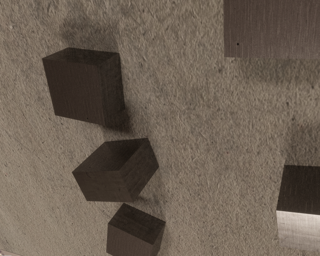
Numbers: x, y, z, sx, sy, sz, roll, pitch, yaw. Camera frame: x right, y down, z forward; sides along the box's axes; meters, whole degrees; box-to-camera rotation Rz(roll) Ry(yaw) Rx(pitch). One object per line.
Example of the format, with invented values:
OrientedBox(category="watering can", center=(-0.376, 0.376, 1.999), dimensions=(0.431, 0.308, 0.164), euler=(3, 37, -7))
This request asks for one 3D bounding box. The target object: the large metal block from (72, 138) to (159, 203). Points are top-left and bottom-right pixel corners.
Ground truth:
OrientedBox(category="large metal block", center=(-0.060, 0.058, 0.437), dimensions=(0.080, 0.080, 0.050), euler=(-6, 115, 31))

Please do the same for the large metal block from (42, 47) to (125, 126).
OrientedBox(category="large metal block", center=(-0.097, -0.056, 0.405), dimensions=(0.080, 0.050, 0.079), euler=(11, 123, 21))

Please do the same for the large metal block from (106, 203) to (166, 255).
OrientedBox(category="large metal block", center=(-0.042, 0.186, 0.526), dimensions=(0.080, 0.050, 0.079), euler=(20, 126, 15))

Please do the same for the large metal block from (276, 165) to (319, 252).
OrientedBox(category="large metal block", center=(0.174, 0.085, 0.332), dimensions=(0.080, 0.080, 0.050), euler=(0, 118, 28))

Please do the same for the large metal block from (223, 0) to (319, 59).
OrientedBox(category="large metal block", center=(0.102, -0.107, 0.270), dimensions=(0.080, 0.050, 0.079), euler=(7, 122, 24))
